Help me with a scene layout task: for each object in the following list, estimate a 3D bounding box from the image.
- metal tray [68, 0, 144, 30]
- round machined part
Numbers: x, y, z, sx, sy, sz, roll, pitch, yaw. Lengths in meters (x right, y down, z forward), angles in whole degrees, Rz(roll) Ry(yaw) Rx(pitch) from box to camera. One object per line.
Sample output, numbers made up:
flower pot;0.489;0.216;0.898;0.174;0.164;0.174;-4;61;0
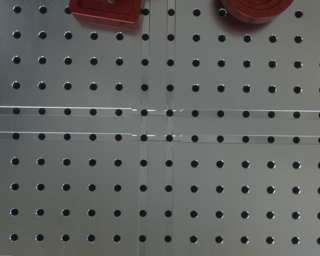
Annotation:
metal tray;-0.063;-0.204;0.409;0.091;0.030;0.129;9;90;0
round machined part;0.125;-0.185;0.405;0.099;0.042;0.097;0;90;0
